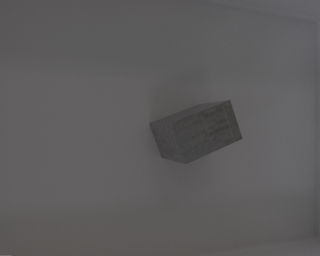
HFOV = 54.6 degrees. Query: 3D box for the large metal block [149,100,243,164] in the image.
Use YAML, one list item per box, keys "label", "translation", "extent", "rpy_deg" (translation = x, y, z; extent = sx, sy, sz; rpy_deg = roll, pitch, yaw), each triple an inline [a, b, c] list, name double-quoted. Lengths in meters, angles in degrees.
- label: "large metal block"
  translation: [0.043, 0.003, 0.397]
  extent: [0.081, 0.080, 0.050]
  rpy_deg: [-22, 98, -19]
